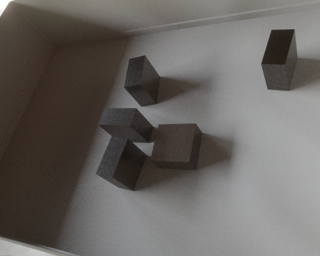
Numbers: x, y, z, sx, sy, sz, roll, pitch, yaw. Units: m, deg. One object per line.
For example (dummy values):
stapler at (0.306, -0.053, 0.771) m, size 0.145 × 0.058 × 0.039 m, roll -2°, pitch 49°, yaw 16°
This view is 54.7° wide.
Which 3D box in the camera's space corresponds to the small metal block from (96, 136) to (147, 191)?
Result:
small metal block at (-0.046, 0.045, 0.385) m, size 0.025 × 0.050 × 0.050 m, roll 6°, pitch 65°, yaw 31°

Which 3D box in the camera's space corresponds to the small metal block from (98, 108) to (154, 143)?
small metal block at (-0.044, -0.003, 0.413) m, size 0.050 × 0.050 × 0.025 m, roll 1°, pitch 63°, yaw 28°

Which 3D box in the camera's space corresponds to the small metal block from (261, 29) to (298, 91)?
small metal block at (0.142, -0.079, 0.364) m, size 0.025 × 0.050 × 0.050 m, roll 9°, pitch 66°, yaw 32°

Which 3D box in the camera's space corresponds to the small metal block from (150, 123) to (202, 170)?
small metal block at (0.021, 0.023, 0.380) m, size 0.050 × 0.025 × 0.050 m, roll -1°, pitch 61°, yaw 27°

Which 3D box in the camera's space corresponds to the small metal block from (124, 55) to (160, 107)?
small metal block at (-0.024, -0.066, 0.441) m, size 0.025 × 0.050 × 0.050 m, roll -8°, pitch 58°, yaw 24°
